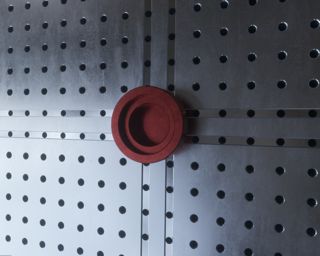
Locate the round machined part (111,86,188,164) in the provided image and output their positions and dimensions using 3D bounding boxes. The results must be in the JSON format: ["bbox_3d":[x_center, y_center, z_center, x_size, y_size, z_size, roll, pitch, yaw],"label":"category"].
[{"bbox_3d":[-0.011,-0.004,0.407,0.098,0.042,0.097,0,90,20],"label":"round machined part"}]
